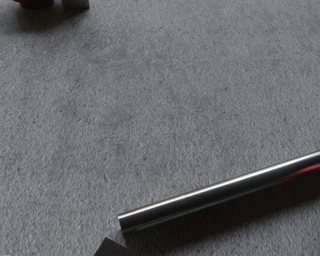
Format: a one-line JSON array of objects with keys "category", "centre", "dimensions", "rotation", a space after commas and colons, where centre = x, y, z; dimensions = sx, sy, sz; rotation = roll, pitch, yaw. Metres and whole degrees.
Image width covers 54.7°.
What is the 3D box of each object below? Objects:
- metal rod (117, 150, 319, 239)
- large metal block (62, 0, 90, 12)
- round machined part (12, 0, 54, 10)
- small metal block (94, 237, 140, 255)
[{"category": "metal rod", "centre": [0.102, 0.063, 0.350], "dimensions": [0.302, 0.025, 0.025], "rotation": [-15, 52, -13]}, {"category": "large metal block", "centre": [-0.176, -0.289, 0.609], "dimensions": [0.050, 0.080, 0.080], "rotation": [-13, 51, -11]}, {"category": "round machined part", "centre": [-0.252, -0.274, 0.620], "dimensions": [0.099, 0.042, 0.098], "rotation": [0, 50, 0]}, {"category": "small metal block", "centre": [-0.042, 0.139, 0.286], "dimensions": [0.050, 0.025, 0.050], "rotation": [22, 53, 17]}]
